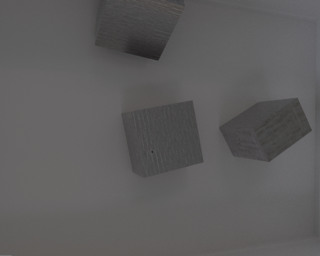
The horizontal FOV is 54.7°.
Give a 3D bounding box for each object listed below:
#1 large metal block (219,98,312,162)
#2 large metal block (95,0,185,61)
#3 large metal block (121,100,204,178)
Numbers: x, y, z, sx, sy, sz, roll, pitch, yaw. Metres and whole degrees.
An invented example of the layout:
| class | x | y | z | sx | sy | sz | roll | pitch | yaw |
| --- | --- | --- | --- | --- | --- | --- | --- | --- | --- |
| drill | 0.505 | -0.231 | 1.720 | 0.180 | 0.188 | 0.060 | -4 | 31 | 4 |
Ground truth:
| class | x | y | z | sx | sy | sz | roll | pitch | yaw |
| --- | --- | --- | --- | --- | --- | --- | --- | --- | --- |
| large metal block | 0.145 | 0.001 | 0.434 | 0.080 | 0.080 | 0.050 | -31 | 101 | -17 |
| large metal block | -0.027 | -0.134 | 0.363 | 0.081 | 0.080 | 0.050 | 9 | 51 | -20 |
| large metal block | 0.002 | 0.012 | 0.398 | 0.081 | 0.050 | 0.080 | -12 | 94 | -20 |
